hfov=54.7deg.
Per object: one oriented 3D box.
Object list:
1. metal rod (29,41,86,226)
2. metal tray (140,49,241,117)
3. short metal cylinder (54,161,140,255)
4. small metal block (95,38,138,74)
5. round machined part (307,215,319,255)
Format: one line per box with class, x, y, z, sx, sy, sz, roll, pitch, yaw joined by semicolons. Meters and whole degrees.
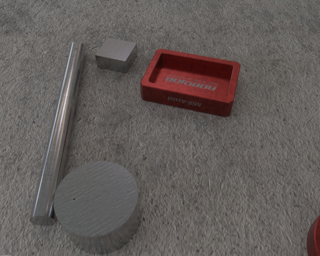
metal rod;-0.129;-0.018;0.417;0.025;0.025;0.300;-2;50;-2
metal tray;0.046;-0.070;0.458;0.131;0.030;0.090;13;51;10
short metal cylinder;-0.061;0.081;0.318;0.081;0.050;0.080;0;50;0
small metal block;-0.069;-0.118;0.502;0.050;0.025;0.050;14;51;11
round machined part;0.189;0.123;0.290;0.099;0.042;0.098;0;50;0
